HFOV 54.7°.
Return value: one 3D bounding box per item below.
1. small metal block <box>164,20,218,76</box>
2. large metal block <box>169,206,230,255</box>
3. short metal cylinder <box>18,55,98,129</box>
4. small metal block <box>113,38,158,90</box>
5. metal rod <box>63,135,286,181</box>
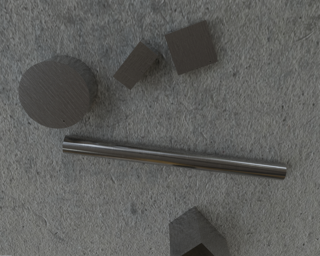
[{"bbox_3d":[0.037,-0.098,0.374,0.050,0.025,0.050,-19,109,6],"label":"small metal block"},{"bbox_3d":[0.059,0.175,0.446,0.050,0.080,0.080,-38,106,12],"label":"large metal block"},{"bbox_3d":[-0.121,-0.045,0.378,0.081,0.050,0.079,0,110,-1],"label":"short metal cylinder"},{"bbox_3d":[-0.028,-0.077,0.368,0.025,0.050,0.050,37,106,-13],"label":"small metal block"},{"bbox_3d":[0.022,0.041,0.425,0.302,0.025,0.025,8,110,-4],"label":"metal rod"}]
